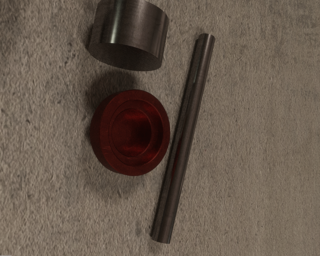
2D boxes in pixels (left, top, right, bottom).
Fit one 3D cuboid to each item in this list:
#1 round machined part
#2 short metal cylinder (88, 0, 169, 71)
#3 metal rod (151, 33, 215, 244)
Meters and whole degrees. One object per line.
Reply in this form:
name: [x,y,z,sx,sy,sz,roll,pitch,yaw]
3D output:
round machined part: [-0.038,0.005,0.363,0.099,0.042,0.097,0,90,-40]
short metal cylinder: [-0.034,-0.100,0.342,0.081,0.080,0.050,16,80,-39]
metal rod: [0.036,0.007,0.436,0.025,0.025,0.299,23,76,-38]
